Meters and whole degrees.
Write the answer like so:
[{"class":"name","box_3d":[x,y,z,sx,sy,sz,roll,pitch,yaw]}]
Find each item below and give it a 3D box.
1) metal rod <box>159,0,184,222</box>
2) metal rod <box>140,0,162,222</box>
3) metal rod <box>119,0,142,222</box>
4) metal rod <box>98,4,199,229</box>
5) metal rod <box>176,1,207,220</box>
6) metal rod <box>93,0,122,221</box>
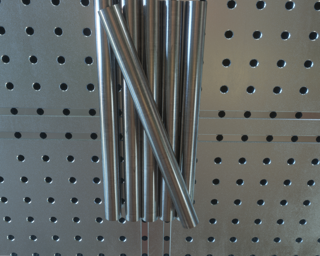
[{"class":"metal rod","box_3d":[0.013,-0.008,0.411,0.025,0.025,0.298,1,110,0]},{"class":"metal rod","box_3d":[-0.013,-0.008,0.409,0.025,0.025,0.298,1,110,0]},{"class":"metal rod","box_3d":[-0.037,-0.008,0.409,0.025,0.025,0.298,1,110,0]},{"class":"metal rod","box_3d":[-0.007,0.001,0.387,0.025,0.025,0.299,-18,109,6]},{"class":"metal rod","box_3d":[0.039,-0.007,0.411,0.025,0.025,0.298,1,110,-1]},{"class":"metal rod","box_3d":[-0.067,-0.010,0.408,0.025,0.025,0.298,1,110,0]}]
